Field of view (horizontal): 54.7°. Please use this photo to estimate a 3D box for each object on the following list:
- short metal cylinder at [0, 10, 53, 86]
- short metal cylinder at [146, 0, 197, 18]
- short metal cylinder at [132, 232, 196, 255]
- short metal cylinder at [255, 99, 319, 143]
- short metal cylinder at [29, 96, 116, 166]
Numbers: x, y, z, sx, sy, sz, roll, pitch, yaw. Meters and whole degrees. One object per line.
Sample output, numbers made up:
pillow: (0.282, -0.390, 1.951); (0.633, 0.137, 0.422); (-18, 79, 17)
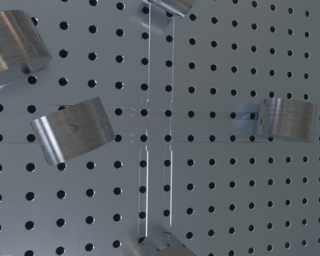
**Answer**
short metal cylinder: (-0.162, -0.080, 0.323); (0.080, 0.080, 0.050); (-30, 100, -18)
short metal cylinder: (0.022, -0.188, 0.391); (0.050, 0.080, 0.080); (23, 83, -19)
short metal cylinder: (0.006, 0.184, 0.402); (0.081, 0.050, 0.079); (0, 90, -20)
short metal cylinder: (0.183, -0.010, 0.451); (0.081, 0.080, 0.050); (11, 87, -20)
short metal cylinder: (-0.096, 0.002, 0.348); (0.081, 0.080, 0.050); (-24, 98, -19)
